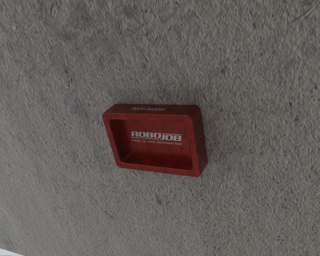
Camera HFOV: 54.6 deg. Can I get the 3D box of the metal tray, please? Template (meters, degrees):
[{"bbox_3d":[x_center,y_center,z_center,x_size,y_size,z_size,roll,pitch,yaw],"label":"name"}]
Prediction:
[{"bbox_3d":[-0.007,0.015,0.416,0.130,0.030,0.090,3,120,27],"label":"metal tray"}]
